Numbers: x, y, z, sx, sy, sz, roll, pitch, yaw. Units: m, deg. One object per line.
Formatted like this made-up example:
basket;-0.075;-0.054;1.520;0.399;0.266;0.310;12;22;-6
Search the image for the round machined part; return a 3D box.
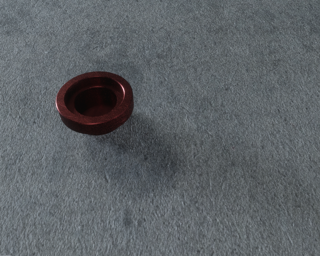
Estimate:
round machined part;-0.084;-0.029;0.416;0.099;0.042;0.098;0;50;0
